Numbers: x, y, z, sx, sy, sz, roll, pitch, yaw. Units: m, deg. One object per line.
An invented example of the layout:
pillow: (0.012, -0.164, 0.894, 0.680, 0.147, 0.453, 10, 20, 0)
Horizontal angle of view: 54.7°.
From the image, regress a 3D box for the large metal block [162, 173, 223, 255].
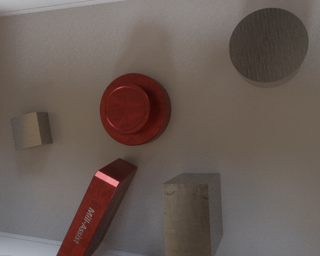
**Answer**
large metal block: (0.042, 0.099, 0.366, 0.050, 0.080, 0.079, -3, 89, 20)

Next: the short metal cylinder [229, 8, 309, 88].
short metal cylinder: (0.123, -0.088, 0.354, 0.080, 0.050, 0.079, 0, 90, 19)

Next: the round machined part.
round machined part: (-0.038, -0.025, 0.414, 0.098, 0.042, 0.097, 0, 90, 19)

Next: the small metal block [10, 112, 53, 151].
small metal block: (-0.198, 0.005, 0.479, 0.050, 0.025, 0.050, -13, 86, 19)

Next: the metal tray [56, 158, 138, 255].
metal tray: (-0.079, 0.109, 0.400, 0.030, 0.090, 0.129, 27, 99, 7)
